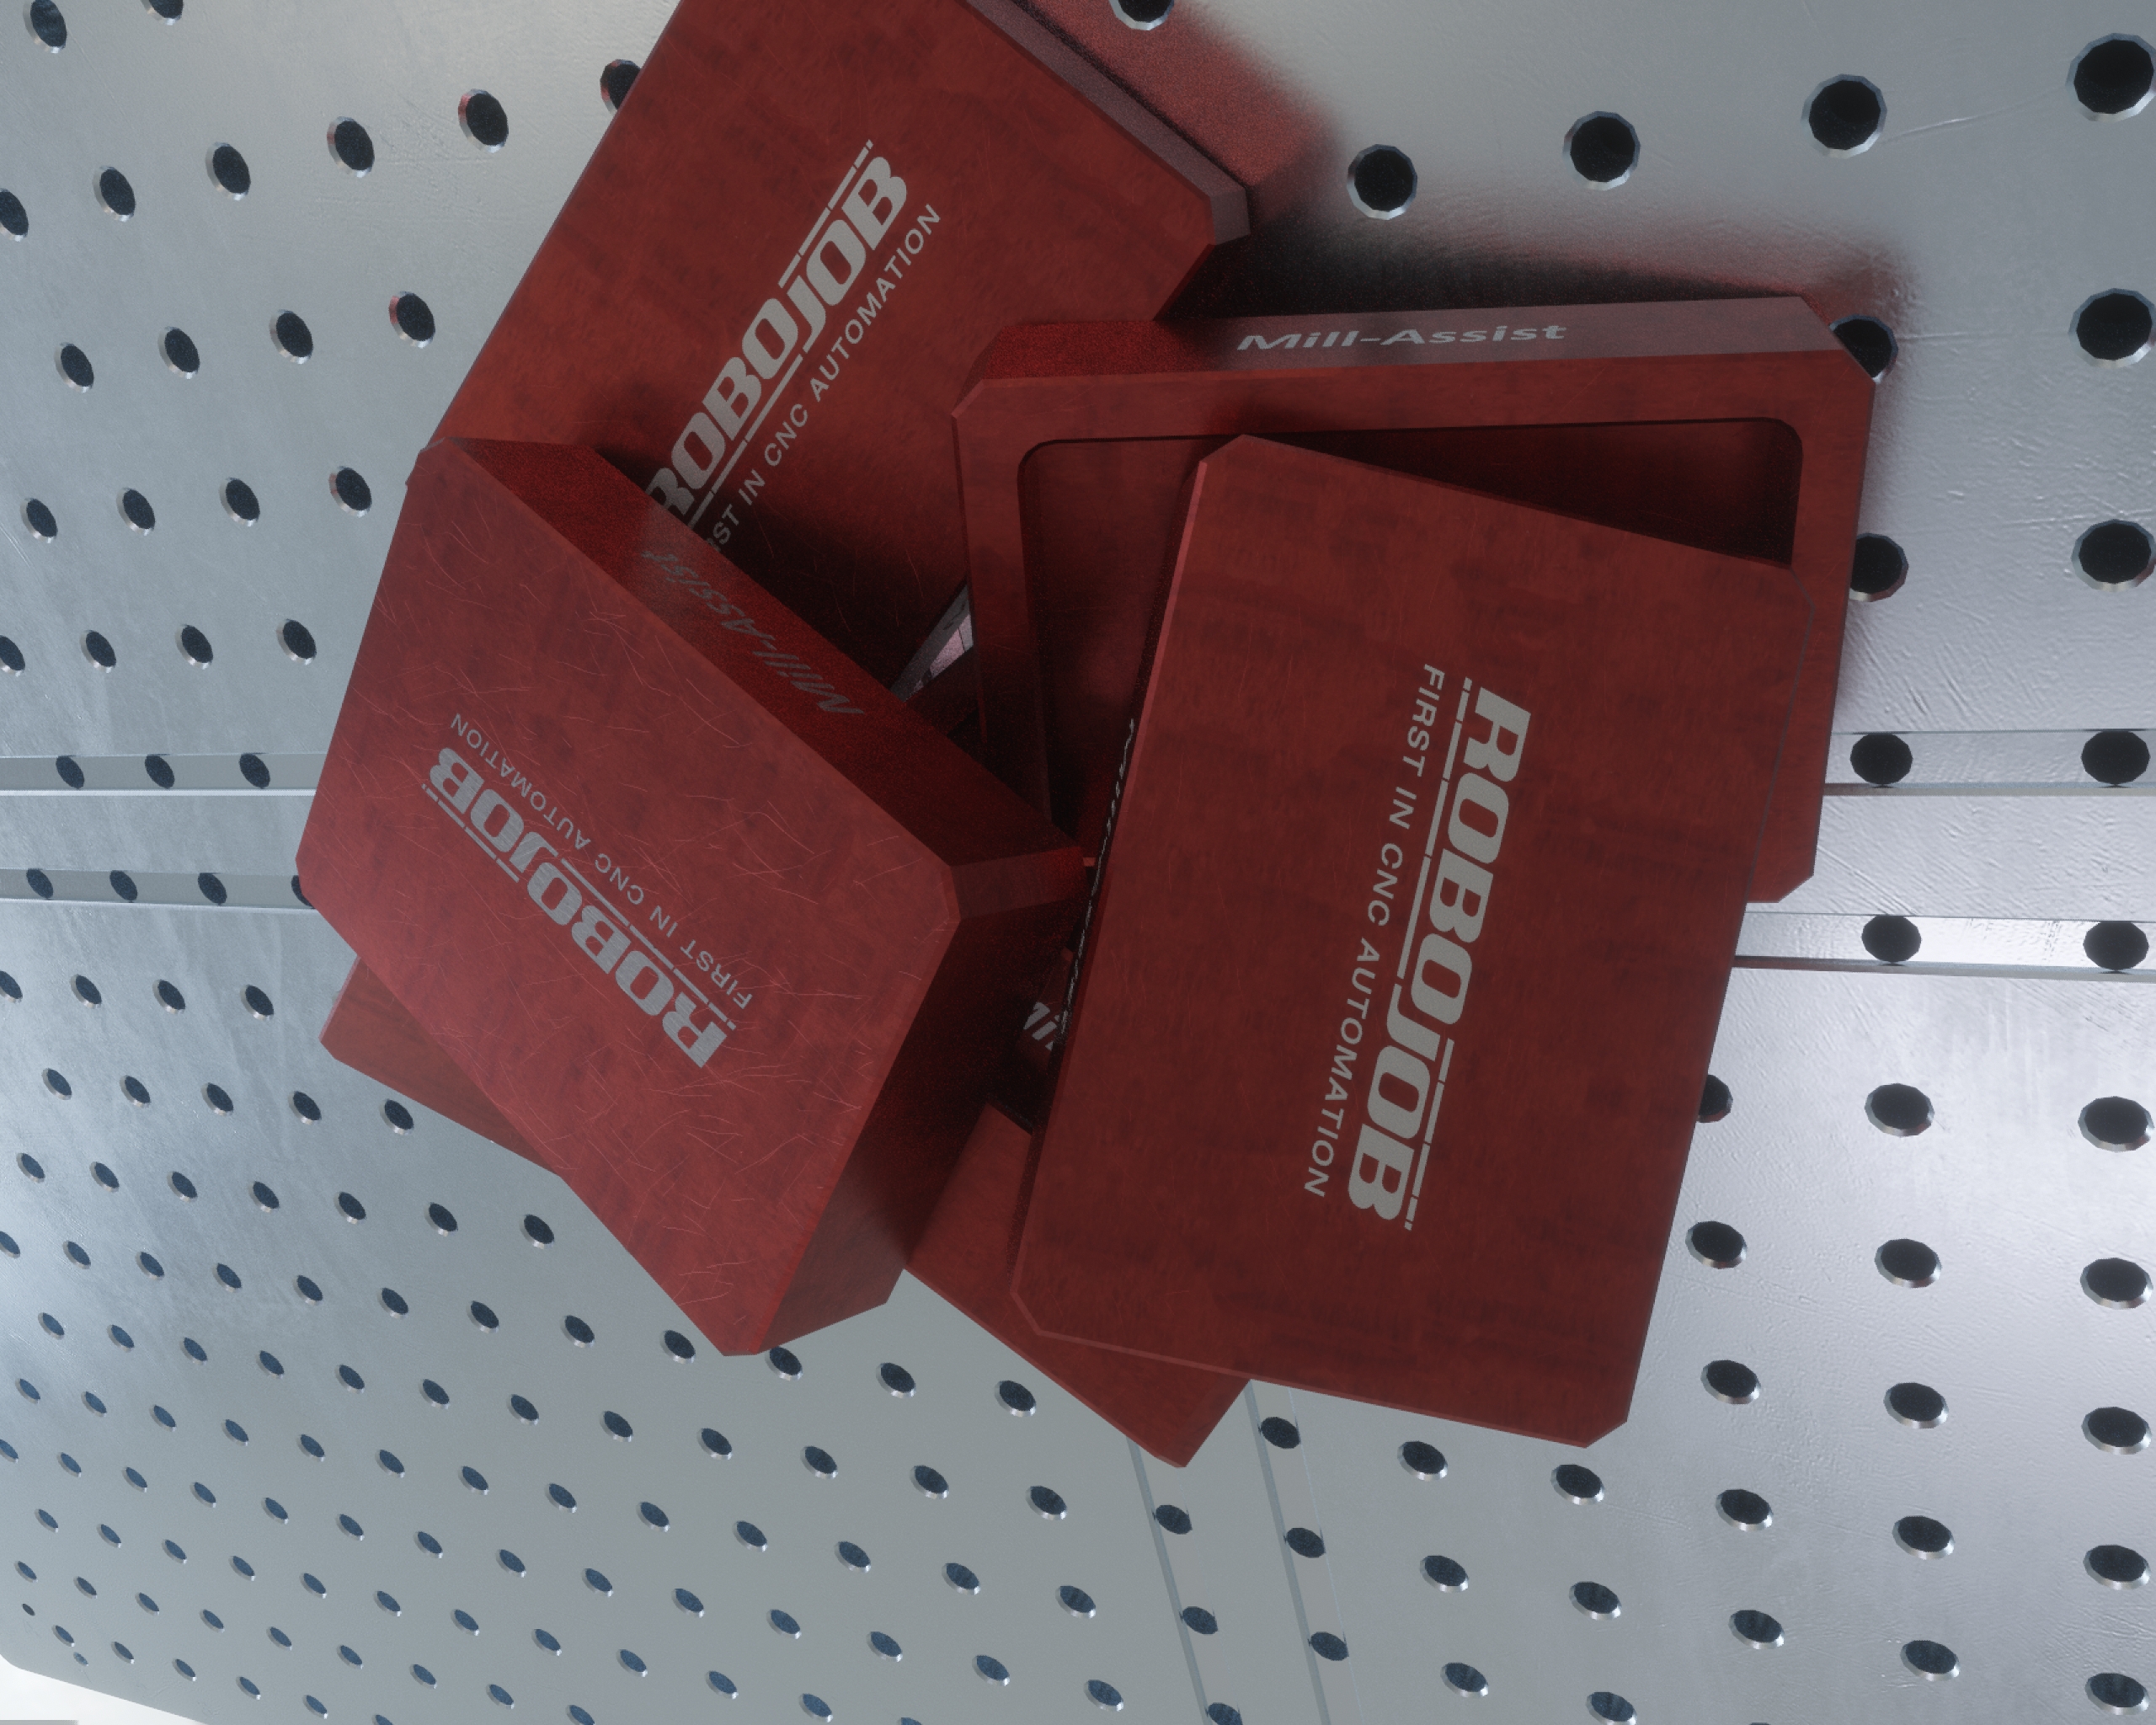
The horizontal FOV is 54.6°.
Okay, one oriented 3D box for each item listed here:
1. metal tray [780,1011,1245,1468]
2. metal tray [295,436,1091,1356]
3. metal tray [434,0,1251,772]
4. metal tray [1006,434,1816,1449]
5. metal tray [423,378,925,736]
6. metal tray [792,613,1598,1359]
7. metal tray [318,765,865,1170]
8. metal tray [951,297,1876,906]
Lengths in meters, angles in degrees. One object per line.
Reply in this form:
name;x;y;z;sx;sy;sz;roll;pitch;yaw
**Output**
metal tray;-0.010;0.063;0.396;0.090;0.130;0.030;36;87;3
metal tray;-0.068;0.002;0.331;0.130;0.030;0.089;39;118;27
metal tray;-0.045;-0.085;0.355;0.090;0.030;0.129;39;115;-1
metal tray;0.047;0.012;0.309;0.090;0.030;0.129;13;90;-4
metal tray;-0.089;-0.037;0.432;0.090;0.030;0.129;33;129;6
metal tray;0.025;0.013;0.365;0.130;0.090;0.030;38;130;3
metal tray;-0.105;0.026;0.451;0.090;0.030;0.129;31;142;-12
metal tray;0.050;-0.039;0.329;0.131;0.030;0.089;-1;120;6
